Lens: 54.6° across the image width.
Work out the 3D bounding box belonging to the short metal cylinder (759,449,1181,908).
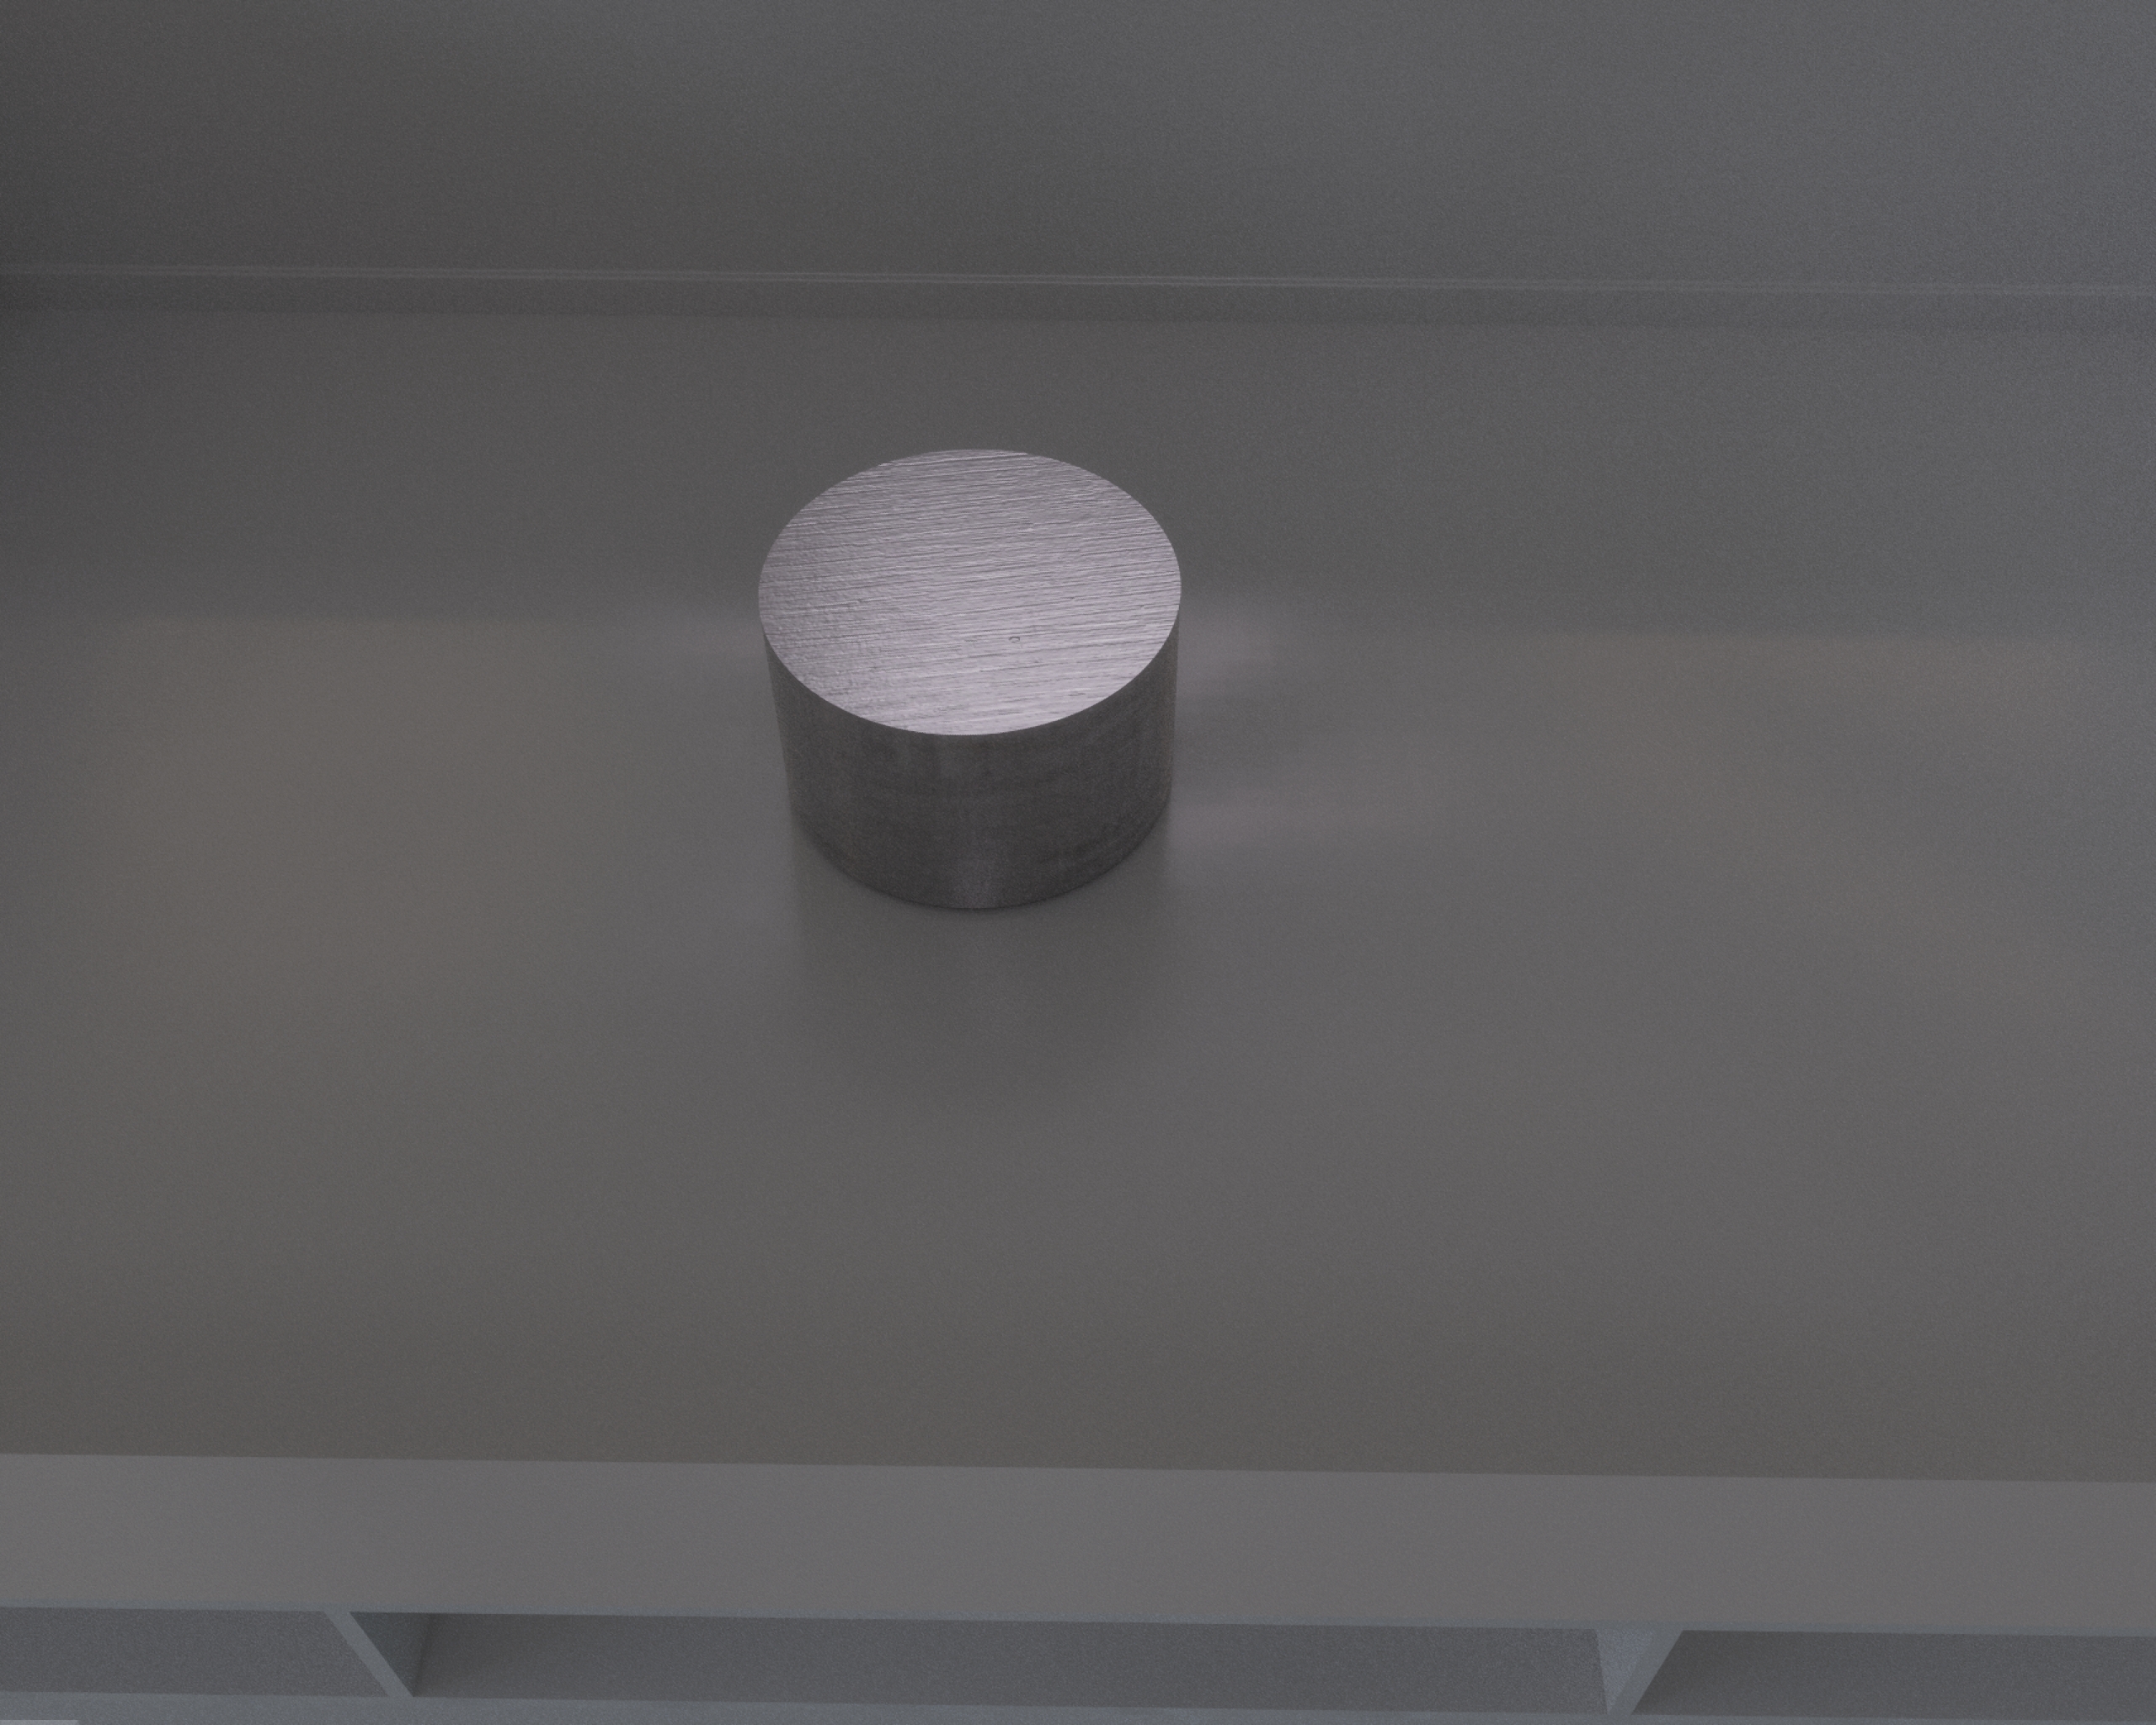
[{"bbox_3d":[-0.020,-0.037,0.418,0.080,0.050,0.080,0,50,0],"label":"short metal cylinder"}]
